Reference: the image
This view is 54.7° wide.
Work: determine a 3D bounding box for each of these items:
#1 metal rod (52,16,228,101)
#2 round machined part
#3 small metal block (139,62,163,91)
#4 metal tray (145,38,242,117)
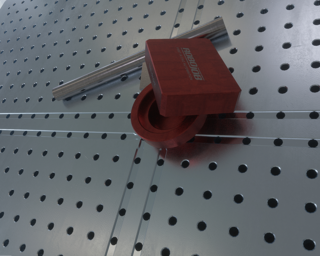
[{"bbox_3d":[-0.042,-0.104,0.494,0.301,0.025,0.025,-19,55,17],"label":"metal rod"},{"bbox_3d":[0.015,-0.017,0.400,0.098,0.042,0.098,-13,56,21],"label":"round machined part"},{"bbox_3d":[0.000,-0.075,0.454,0.050,0.025,0.050,-9,58,23],"label":"small metal block"},{"bbox_3d":[0.035,-0.069,0.388,0.091,0.030,0.130,-4,43,-10],"label":"metal tray"}]
